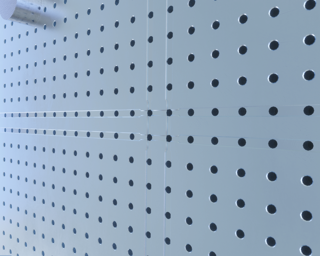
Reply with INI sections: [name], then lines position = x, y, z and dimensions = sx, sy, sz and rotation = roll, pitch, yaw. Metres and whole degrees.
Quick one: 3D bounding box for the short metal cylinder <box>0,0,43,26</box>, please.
[short metal cylinder]
position = -0.282, -0.253, 0.626
dimensions = 0.080, 0.050, 0.079
rotation = 0, 90, 40
